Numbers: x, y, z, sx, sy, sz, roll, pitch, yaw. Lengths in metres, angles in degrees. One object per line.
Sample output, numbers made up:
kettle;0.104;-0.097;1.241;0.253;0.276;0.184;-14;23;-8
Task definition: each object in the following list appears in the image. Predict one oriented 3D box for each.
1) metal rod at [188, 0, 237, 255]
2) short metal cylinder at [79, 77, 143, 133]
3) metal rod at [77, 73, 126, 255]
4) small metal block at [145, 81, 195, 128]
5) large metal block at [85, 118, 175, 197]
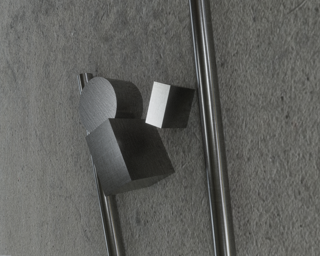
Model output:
metal rod;0.059;-0.003;0.354;0.025;0.025;0.298;-9;85;39
short metal cylinder;-0.071;-0.031;0.445;0.080;0.050;0.079;0;90;39
metal rod;-0.091;0.059;0.477;0.025;0.025;0.298;-20;78;38
small metal block;0.013;-0.027;0.376;0.025;0.050;0.050;20;103;38
large metal block;-0.037;0.035;0.398;0.050;0.081;0.080;-35;68;34
